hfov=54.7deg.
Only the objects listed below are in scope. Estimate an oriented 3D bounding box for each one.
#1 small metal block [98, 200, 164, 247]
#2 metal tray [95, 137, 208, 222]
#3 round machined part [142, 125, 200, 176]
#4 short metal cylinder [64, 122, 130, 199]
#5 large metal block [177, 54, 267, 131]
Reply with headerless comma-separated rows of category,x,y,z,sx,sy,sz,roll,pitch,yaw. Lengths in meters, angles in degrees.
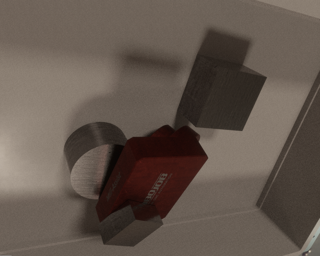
small metal block,-0.033,0.111,0.357,0.050,0.025,0.050,-41,141,16
metal tray,-0.013,0.066,0.363,0.091,0.030,0.129,1,134,-33
round machined part,0.005,0.034,0.403,0.098,0.042,0.098,-46,164,-17
short metal cylinder,-0.072,0.039,0.377,0.081,0.050,0.079,-13,125,-19
large metal block,0.081,-0.045,0.411,0.081,0.050,0.079,5,116,-31
